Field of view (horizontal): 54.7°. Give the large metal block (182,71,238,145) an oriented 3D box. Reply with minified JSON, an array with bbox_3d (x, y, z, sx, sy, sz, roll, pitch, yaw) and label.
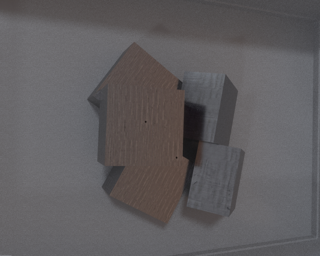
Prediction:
[{"bbox_3d":[0.061,-0.021,0.397,0.080,0.050,0.080,19,81,-65],"label":"large metal block"}]

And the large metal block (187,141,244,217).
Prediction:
[{"bbox_3d":[0.076,0.064,0.402,0.050,0.080,0.080,10,86,19],"label":"large metal block"}]

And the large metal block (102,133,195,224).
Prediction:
[{"bbox_3d":[-0.014,0.060,0.389,0.080,0.050,0.080,31,80,-18],"label":"large metal block"}]

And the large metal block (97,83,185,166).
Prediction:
[{"bbox_3d":[-0.022,-0.001,0.334,0.081,0.050,0.080,3,88,-19],"label":"large metal block"}]

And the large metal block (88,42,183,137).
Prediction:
[{"bbox_3d":[-0.030,-0.045,0.386,0.080,0.050,0.080,38,78,-17],"label":"large metal block"}]
